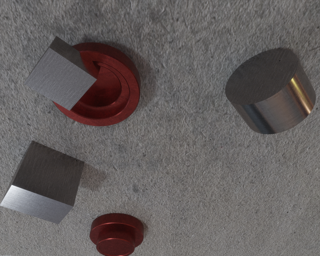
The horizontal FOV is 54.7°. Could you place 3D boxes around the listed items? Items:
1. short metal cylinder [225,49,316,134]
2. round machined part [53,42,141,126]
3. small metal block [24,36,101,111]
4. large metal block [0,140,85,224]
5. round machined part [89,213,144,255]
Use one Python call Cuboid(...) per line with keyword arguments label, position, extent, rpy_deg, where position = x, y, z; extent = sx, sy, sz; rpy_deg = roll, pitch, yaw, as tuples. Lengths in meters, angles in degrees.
Cuboid(label="short metal cylinder", position=(0.120, -0.040, 0.339), extent=(0.080, 0.080, 0.050), rpy_deg=(-30, 124, 23))
Cuboid(label="round machined part", position=(-0.071, -0.052, 0.351), extent=(0.099, 0.042, 0.097), rpy_deg=(-1, 130, 0))
Cuboid(label="small metal block", position=(-0.096, -0.053, 0.306), extent=(0.050, 0.025, 0.050), rpy_deg=(34, 122, -26))
Cuboid(label="large metal block", position=(-0.161, 0.076, 0.433), extent=(0.080, 0.080, 0.050), rpy_deg=(27, 125, -22))
Cuboid(label="round machined part", position=(-0.079, 0.202, 0.567), extent=(0.099, 0.042, 0.097), rpy_deg=(-1, 130, 0))
